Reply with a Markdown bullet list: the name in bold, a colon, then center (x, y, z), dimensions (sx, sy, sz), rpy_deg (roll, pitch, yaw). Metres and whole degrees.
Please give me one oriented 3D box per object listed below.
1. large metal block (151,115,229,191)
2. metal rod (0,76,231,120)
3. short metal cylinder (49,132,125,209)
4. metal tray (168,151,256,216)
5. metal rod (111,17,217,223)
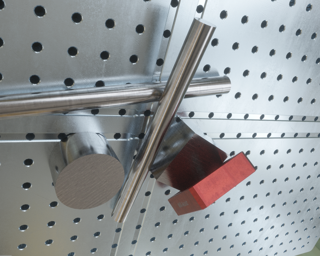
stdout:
- **large metal block**: center (0.037, 0.041, 0.441), dimensions (0.080, 0.050, 0.080), rpy_deg (31, 101, -38)
- **metal rod**: center (-0.047, -0.038, 0.361), dimensions (0.303, 0.025, 0.025), rpy_deg (-9, 122, -24)
- **short metal cylinder**: center (-0.090, 0.051, 0.378), dimensions (0.081, 0.050, 0.079), rpy_deg (-14, 124, -21)
- **metal tray**: center (0.068, 0.083, 0.439), dimensions (0.091, 0.030, 0.130), rpy_deg (-31, 169, -19)
- **metal rod**: center (-0.007, 0.011, 0.389), dimensions (0.025, 0.025, 0.298), rpy_deg (5, 124, -31)
